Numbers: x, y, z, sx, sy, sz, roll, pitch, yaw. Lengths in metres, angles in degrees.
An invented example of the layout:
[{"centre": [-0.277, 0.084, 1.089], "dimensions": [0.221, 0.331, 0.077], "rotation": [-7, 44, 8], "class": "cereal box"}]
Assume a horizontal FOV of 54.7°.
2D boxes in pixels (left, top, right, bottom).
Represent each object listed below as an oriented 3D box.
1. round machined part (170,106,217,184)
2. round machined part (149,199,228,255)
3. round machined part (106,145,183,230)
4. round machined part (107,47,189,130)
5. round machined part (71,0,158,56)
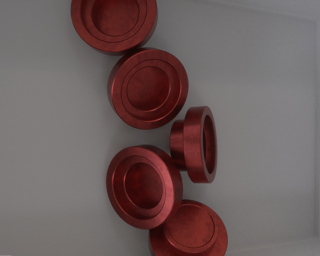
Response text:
[{"centre": [0.043, 0.022, 0.398], "dimensions": [0.042, 0.098, 0.097], "rotation": [-4, 92, 21], "class": "round machined part"}, {"centre": [0.035, 0.130, 0.384], "dimensions": [0.099, 0.098, 0.042], "rotation": [-14, 138, -20], "class": "round machined part"}, {"centre": [-0.015, 0.068, 0.377], "dimensions": [0.042, 0.098, 0.097], "rotation": [-7, 93, -58], "class": "round machined part"}, {"centre": [-0.018, -0.051, 0.384], "dimensions": [0.099, 0.042, 0.097], "rotation": [-10, 115, -22], "class": "round machined part"}, {"centre": [-0.051, -0.134, 0.370], "dimensions": [0.099, 0.042, 0.097], "rotation": [0, 90, 4], "class": "round machined part"}]
